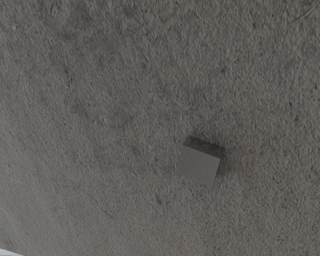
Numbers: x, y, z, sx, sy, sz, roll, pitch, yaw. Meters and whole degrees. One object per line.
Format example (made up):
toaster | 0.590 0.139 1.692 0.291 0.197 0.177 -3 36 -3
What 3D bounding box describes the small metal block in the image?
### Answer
small metal block | 0.053 0.044 0.406 0.050 0.025 0.050 20 126 16
